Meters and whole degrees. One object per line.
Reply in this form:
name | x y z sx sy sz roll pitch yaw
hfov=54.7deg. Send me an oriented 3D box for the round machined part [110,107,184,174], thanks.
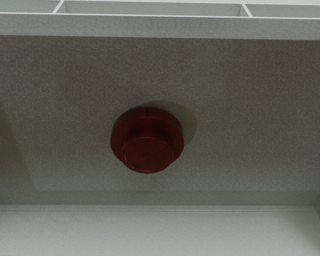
round machined part | -0.017 0.023 0.413 0.099 0.042 0.097 -1 130 0
